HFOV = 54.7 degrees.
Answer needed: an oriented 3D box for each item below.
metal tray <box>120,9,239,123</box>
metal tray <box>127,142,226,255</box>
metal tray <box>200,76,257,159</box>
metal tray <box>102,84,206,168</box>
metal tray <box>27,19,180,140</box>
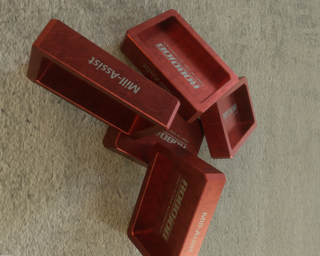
[{"bbox_3d":[0.026,-0.081,0.388,0.130,0.030,0.091,48,56,4],"label":"metal tray"},{"bbox_3d":[0.013,0.091,0.352,0.030,0.090,0.129,7,106,-40],"label":"metal tray"},{"bbox_3d":[0.107,-0.020,0.474,0.131,0.030,0.089,-35,112,-50],"label":"metal tray"},{"bbox_3d":[-0.001,0.008,0.404,0.130,0.030,0.090,32,70,-36],"label":"metal tray"},{"bbox_3d":[-0.057,-0.037,0.297,0.130,0.090,0.030,32,69,-18],"label":"metal tray"}]
